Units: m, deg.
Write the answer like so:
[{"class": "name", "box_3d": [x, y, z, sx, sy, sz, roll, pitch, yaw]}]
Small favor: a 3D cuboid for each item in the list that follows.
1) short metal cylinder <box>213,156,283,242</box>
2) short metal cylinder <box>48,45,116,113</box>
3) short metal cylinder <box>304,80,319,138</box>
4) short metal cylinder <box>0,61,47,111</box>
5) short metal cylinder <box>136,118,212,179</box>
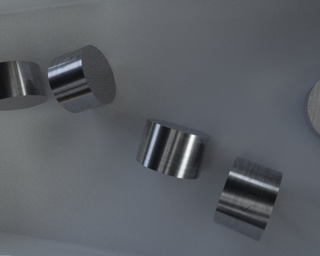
[{"class": "short metal cylinder", "box_3d": [0.098, 0.078, 0.347, 0.050, 0.080, 0.080, 20, 97, 18]}, {"class": "short metal cylinder", "box_3d": [-0.102, -0.065, 0.416, 0.050, 0.080, 0.080, -15, 85, 19]}, {"class": "short metal cylinder", "box_3d": [0.198, -0.022, 0.328, 0.080, 0.050, 0.079, 0, 90, 19]}, {"class": "short metal cylinder", "box_3d": [-0.213, -0.060, 0.454, 0.080, 0.080, 0.050, -15, 85, 19]}, {"class": "short metal cylinder", "box_3d": [0.016, 0.023, 0.375, 0.080, 0.080, 0.050, 18, 96, 18]}]
